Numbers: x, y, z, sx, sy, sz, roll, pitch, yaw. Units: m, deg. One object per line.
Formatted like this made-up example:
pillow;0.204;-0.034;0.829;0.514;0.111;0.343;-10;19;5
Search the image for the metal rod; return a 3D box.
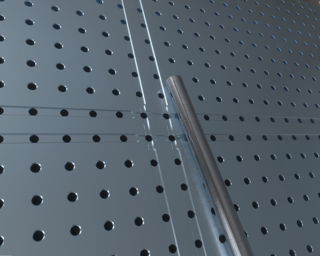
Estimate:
metal rod;0.066;0.060;0.406;0.025;0.025;0.299;-6;65;-31
